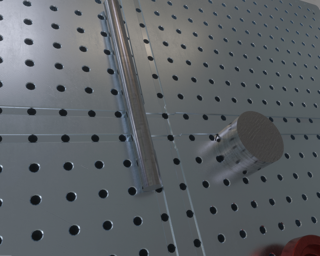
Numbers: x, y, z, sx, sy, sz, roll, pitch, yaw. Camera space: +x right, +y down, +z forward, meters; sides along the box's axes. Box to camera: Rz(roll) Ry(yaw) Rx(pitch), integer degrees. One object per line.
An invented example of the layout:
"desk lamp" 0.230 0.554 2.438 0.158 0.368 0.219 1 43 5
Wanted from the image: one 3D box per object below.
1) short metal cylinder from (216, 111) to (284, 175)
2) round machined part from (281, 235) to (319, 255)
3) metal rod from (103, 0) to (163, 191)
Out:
"short metal cylinder" 0.129 0.022 0.448 0.081 0.050 0.080 14 56 -21
"round machined part" 0.187 0.187 0.384 0.099 0.042 0.098 14 56 -21
"metal rod" -0.042 -0.062 0.423 0.025 0.025 0.299 0 62 -28
